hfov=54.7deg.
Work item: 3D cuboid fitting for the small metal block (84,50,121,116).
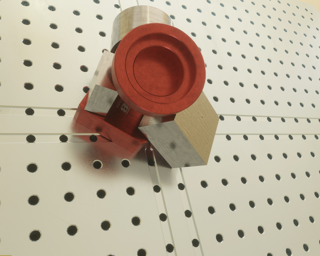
[{"bbox_3d":[-0.062,-0.050,0.350,0.025,0.050,0.050,18,55,-19],"label":"small metal block"}]

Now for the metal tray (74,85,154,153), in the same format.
[{"bbox_3d":[-0.041,-0.042,0.410,0.090,0.030,0.130,30,52,-9],"label":"metal tray"}]

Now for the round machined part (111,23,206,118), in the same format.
[{"bbox_3d":[-0.004,-0.059,0.337,0.099,0.042,0.097,3,81,-17],"label":"round machined part"}]

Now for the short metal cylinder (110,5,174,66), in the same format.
[{"bbox_3d":[-0.021,-0.103,0.387,0.081,0.080,0.050,13,57,-22],"label":"short metal cylinder"}]

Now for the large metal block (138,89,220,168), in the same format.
[{"bbox_3d":[0.028,-0.007,0.390,0.080,0.050,0.080,52,44,-32],"label":"large metal block"}]
